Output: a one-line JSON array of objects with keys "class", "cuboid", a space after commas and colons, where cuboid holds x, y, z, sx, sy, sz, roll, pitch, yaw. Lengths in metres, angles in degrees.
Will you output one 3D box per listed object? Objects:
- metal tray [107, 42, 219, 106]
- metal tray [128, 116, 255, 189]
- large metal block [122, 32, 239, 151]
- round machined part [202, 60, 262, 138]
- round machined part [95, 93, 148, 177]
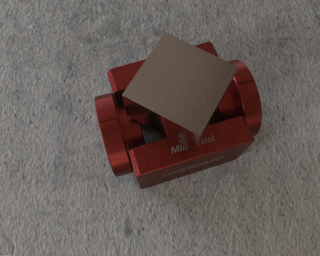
[{"class": "metal tray", "cuboid": [0.005, -0.057, 0.397, 0.131, 0.090, 0.030, -17, 71, -7]}, {"class": "metal tray", "cuboid": [0.034, 0.032, 0.362, 0.131, 0.090, 0.030, -17, 71, -6]}, {"class": "large metal block", "cuboid": [0.020, -0.036, 0.311, 0.080, 0.050, 0.080, 28, 72, 9]}, {"class": "round machined part", "cuboid": [0.083, -0.032, 0.383, 0.042, 0.098, 0.098, -15, 71, -5]}, {"class": "round machined part", "cuboid": [-0.043, 0.005, 0.368, 0.042, 0.098, 0.098, -15, 71, -5]}]
